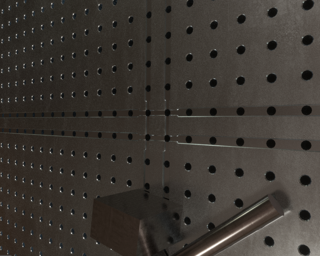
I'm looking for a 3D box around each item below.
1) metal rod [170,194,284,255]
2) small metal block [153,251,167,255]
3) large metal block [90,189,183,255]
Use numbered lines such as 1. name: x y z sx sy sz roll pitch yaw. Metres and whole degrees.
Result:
1. metal rod: 0.013 0.168 0.369 0.299 0.025 0.025 -41 65 22
2. small metal block: -0.012 0.191 0.417 0.050 0.025 0.050 -47 62 29
3. large metal block: -0.029 0.119 0.396 0.080 0.081 0.050 11 97 39
